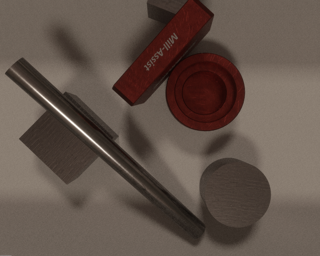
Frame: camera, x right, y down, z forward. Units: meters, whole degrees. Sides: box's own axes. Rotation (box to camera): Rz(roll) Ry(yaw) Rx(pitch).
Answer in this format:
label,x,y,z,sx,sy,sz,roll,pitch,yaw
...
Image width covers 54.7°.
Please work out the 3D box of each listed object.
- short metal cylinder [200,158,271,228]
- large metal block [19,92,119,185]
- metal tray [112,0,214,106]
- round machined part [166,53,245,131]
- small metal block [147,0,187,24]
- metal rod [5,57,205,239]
label,x,y,z,sx,sy,sz,roll,pitch,yaw
short metal cylinder,0.094,0.081,0.400,0.081,0.050,0.079,0,90,-1
large metal block,-0.113,0.012,0.397,0.080,0.050,0.080,44,90,-1
metal tray,0.006,-0.085,0.369,0.030,0.090,0.130,43,99,0
round machined part,0.056,-0.045,0.404,0.099,0.042,0.097,0,90,-1
small metal block,0.012,-0.154,0.399,0.050,0.050,0.025,21,90,0
metal rod,-0.050,0.037,0.367,0.025,0.025,0.300,-45,108,0
